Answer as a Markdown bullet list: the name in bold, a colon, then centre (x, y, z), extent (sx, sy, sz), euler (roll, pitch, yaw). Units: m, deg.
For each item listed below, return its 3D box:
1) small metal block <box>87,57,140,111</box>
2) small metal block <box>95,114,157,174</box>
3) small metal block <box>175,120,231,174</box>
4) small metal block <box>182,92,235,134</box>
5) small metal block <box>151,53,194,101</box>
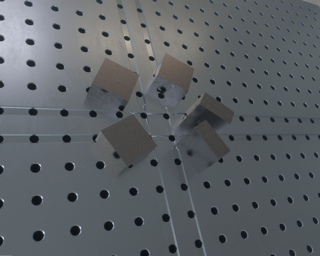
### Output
- **small metal block**: centre (-0.061, -0.058, 0.410), extent (0.050, 0.025, 0.050), euler (26, 53, -12)
- **small metal block**: centre (-0.041, 0.018, 0.375), extent (0.050, 0.025, 0.050), euler (-31, 79, -38)
- **small metal block**: centre (0.055, 0.026, 0.405), extent (0.025, 0.050, 0.050), euler (-31, 79, -38)
- **small metal block**: centre (0.067, -0.015, 0.437), extent (0.050, 0.050, 0.025), euler (33, 52, -7)
- **small metal block**: centre (0.019, -0.077, 0.465), extent (0.050, 0.025, 0.050), euler (26, 53, -12)
